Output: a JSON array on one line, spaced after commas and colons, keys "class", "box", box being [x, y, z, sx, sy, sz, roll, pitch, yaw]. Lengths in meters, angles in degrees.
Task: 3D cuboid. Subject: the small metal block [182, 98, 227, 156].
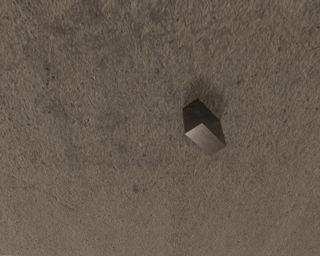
[{"class": "small metal block", "box": [0.055, -0.001, 0.391, 0.025, 0.050, 0.050, -34, 123, 25]}]
